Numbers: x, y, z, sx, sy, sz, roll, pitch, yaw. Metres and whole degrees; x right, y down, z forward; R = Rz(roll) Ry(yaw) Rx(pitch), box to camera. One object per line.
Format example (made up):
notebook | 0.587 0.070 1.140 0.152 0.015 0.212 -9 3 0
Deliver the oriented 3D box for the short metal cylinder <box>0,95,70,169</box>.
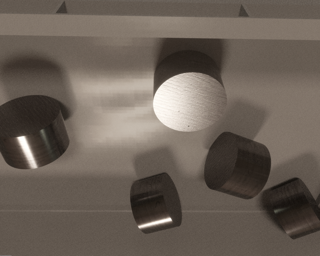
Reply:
short metal cylinder | -0.156 0.003 0.374 0.081 0.080 0.050 -2 130 1

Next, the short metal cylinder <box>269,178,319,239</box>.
short metal cylinder | 0.214 0.126 0.484 0.050 0.080 0.080 -32 124 24

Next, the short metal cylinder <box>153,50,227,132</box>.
short metal cylinder | 0.033 -0.042 0.357 0.081 0.050 0.079 0 130 0

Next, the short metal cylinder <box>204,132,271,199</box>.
short metal cylinder | 0.102 0.051 0.418 0.050 0.080 0.079 19 127 -16

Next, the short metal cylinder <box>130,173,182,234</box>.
short metal cylinder | -0.004 0.115 0.471 0.050 0.080 0.080 -18 128 14
